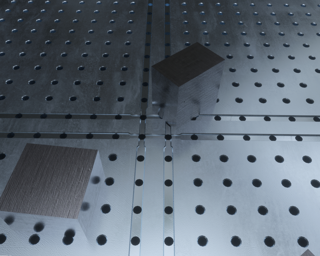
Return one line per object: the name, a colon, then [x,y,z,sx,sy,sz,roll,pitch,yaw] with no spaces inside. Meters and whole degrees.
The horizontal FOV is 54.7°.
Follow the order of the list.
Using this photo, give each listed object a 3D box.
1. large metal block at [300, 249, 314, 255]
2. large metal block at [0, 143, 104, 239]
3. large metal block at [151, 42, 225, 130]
large metal block: [0.097,0.153,0.245,0.081,0.080,0.050,-28,56,-22]
large metal block: [-0.112,0.066,0.334,0.080,0.050,0.080,5,50,4]
large metal block: [0.036,-0.057,0.420,0.080,0.080,0.050,-33,58,-25]
